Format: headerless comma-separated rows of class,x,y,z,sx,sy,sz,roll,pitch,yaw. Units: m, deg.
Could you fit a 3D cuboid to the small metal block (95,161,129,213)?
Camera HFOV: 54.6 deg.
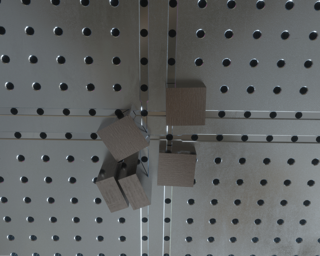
small metal block,-0.062,0.079,0.429,0.025,0.050,0.050,-20,109,7

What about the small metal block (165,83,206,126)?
small metal block,0.033,-0.031,0.402,0.050,0.025,0.050,-1,110,0

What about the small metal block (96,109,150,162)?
small metal block,-0.048,0.010,0.417,0.050,0.025,0.050,-28,108,10

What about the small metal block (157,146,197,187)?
small metal block,0.023,0.053,0.433,0.050,0.025,0.050,3,110,-1

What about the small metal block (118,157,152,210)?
small metal block,-0.033,0.075,0.428,0.025,0.050,0.050,-21,109,7
